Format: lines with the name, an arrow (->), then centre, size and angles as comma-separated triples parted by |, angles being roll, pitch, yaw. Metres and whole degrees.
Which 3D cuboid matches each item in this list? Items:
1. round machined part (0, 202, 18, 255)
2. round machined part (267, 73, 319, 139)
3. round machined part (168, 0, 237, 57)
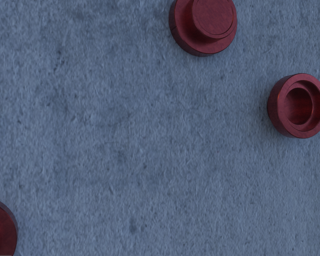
round machined part -> -0.204, 0.122, 0.325 | 0.099, 0.042, 0.097 | 0, 90, -21
round machined part -> 0.206, -0.033, 0.478 | 0.099, 0.042, 0.097 | 0, 90, -21
round machined part -> 0.065, -0.151, 0.425 | 0.099, 0.042, 0.097 | 0, 90, -21
